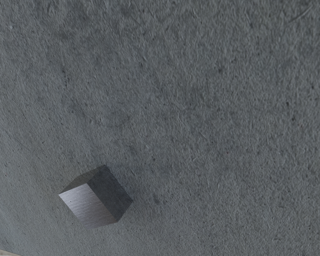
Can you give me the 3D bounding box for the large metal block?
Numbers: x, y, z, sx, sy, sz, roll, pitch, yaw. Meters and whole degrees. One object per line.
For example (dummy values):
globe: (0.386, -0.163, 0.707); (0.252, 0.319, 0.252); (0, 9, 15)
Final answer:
large metal block: (-0.107, 0.117, 0.517); (0.080, 0.050, 0.080); (-26, 105, 36)
